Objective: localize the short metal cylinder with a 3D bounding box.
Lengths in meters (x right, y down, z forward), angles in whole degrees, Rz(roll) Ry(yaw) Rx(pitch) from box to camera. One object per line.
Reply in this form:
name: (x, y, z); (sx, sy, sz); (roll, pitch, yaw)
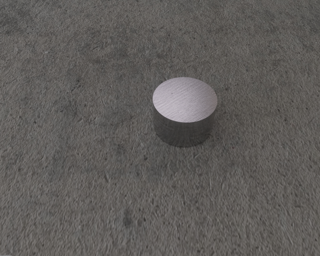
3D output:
short metal cylinder: (0.031, -0.021, 0.405); (0.080, 0.050, 0.080); (0, 50, 0)
